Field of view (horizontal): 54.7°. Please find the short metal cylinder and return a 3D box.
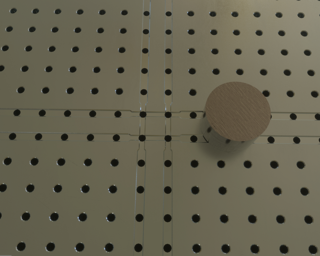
[{"bbox_3d":[0.096,-0.013,0.405,0.081,0.050,0.080,0,70,0],"label":"short metal cylinder"}]
